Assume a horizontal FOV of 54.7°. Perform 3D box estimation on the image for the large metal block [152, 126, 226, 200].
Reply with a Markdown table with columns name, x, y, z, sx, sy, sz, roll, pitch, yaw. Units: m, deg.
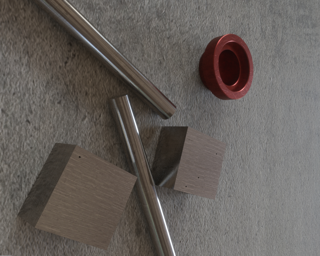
| name | x | y | z | sx | sy | sz | roll | pitch | yaw |
| --- | --- | --- | --- | --- | --- | --- | --- | --- | --- |
| large metal block | 0.039 | 0.048 | 0.424 | 0.080 | 0.050 | 0.080 | 23 | 76 | -38 |

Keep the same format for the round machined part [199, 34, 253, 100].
| name | x | y | z | sx | sy | sz | roll | pitch | yaw |
| --- | --- | --- | --- | --- | --- | --- | --- | --- | --- |
| round machined part | 0.099 | -0.092 | 0.479 | 0.099 | 0.042 | 0.097 | 0 | 90 | -40 |

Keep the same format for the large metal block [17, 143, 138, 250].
| name | x | y | z | sx | sy | sz | roll | pitch | yaw |
| --- | --- | --- | --- | --- | --- | --- | --- | --- | --- |
| large metal block | -0.082 | 0.070 | 0.321 | 0.080 | 0.050 | 0.080 | 35 | 68 | -35 |

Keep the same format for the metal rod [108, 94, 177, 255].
| name | x | y | z | sx | sy | sz | roll | pitch | yaw |
| --- | --- | --- | --- | --- | --- | --- | --- | --- | --- |
| metal rod | -0.010 | 0.103 | 0.398 | 0.025 | 0.025 | 0.298 | -26 | 107 | -37 |

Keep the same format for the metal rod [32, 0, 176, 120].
| name | x | y | z | sx | sy | sz | roll | pitch | yaw |
| --- | --- | --- | --- | --- | --- | --- | --- | --- | --- |
| metal rod | -0.083 | -0.105 | 0.335 | 0.300 | 0.025 | 0.025 | 41 | 65 | -33 |
